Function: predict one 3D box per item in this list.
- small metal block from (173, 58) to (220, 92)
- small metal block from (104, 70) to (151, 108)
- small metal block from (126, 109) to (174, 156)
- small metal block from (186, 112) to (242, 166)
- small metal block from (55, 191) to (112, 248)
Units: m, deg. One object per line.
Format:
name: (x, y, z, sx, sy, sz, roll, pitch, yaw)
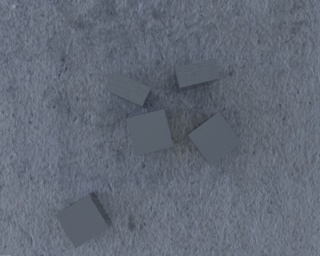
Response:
small metal block: (0.045, -0.066, 0.398, 0.050, 0.050, 0.025, -14, 90, 0)
small metal block: (-0.039, -0.048, 0.397, 0.050, 0.050, 0.025, 24, 90, -1)
small metal block: (-0.013, 0.006, 0.410, 0.050, 0.025, 0.050, -15, 90, -1)
small metal block: (0.071, 0.014, 0.411, 0.050, 0.025, 0.050, -37, 90, 0)
small metal block: (-0.100, 0.120, 0.409, 0.050, 0.025, 0.050, -31, 90, -1)
